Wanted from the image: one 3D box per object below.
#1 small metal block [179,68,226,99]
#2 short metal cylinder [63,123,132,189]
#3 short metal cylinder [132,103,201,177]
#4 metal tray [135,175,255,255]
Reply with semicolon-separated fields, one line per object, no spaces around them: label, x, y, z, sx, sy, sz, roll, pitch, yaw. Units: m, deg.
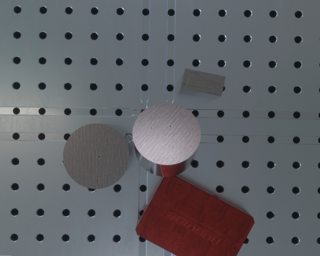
small metal block;0.053;-0.056;0.401;0.050;0.050;0.025;11;90;0
short metal cylinder;-0.077;0.034;0.400;0.081;0.050;0.080;0;90;0
short metal cylinder;0.008;0.015;0.386;0.081;0.050;0.080;1;65;-1
metal tray;0.045;0.126;0.411;0.130;0.030;0.090;28;90;0
